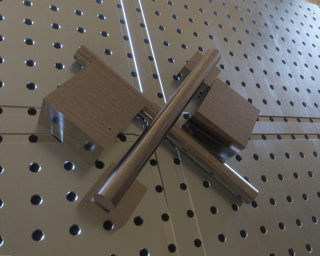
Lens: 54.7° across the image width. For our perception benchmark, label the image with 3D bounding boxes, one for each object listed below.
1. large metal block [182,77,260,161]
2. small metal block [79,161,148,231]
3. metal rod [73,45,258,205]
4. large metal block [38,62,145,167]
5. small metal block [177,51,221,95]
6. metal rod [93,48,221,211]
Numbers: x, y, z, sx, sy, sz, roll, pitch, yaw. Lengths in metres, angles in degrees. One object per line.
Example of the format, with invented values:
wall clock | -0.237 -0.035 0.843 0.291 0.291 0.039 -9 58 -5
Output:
large metal block | 0.088 -0.012 0.447 0.080 0.050 0.080 37 51 -4
small metal block | -0.049 0.074 0.336 0.050 0.025 0.050 38 51 -3
metal rod | 0.009 -0.004 0.414 0.300 0.025 0.025 40 51 -1
large metal block | -0.078 -0.017 0.360 0.080 0.050 0.080 40 51 -1
small metal block | 0.063 -0.088 0.496 0.050 0.025 0.050 39 51 -2
metal rod | 0.015 -0.022 0.397 0.025 0.025 0.301 39 51 -2
